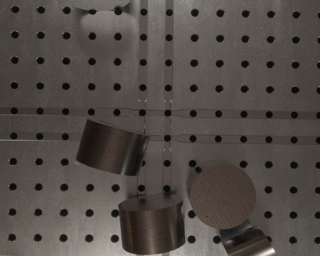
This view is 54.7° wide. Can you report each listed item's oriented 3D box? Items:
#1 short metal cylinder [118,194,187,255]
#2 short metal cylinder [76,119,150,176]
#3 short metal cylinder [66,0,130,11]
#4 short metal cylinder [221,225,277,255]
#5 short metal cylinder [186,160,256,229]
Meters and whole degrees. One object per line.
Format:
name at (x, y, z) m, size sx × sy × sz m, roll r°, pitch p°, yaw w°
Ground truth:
short metal cylinder at (-0.009, 0.117, 0.386) m, size 0.081 × 0.080 × 0.050 m, roll -6°, pitch 90°, yaw -1°
short metal cylinder at (-0.058, 0.023, 0.385) m, size 0.080 × 0.080 × 0.050 m, roll 16°, pitch 90°, yaw -1°
short metal cylinder at (-0.078, -0.185, 0.385) m, size 0.081 × 0.080 × 0.050 m, roll -4°, pitch 90°, yaw -1°
short metal cylinder at (0.117, 0.170, 0.388) m, size 0.050 × 0.080 × 0.080 m, roll -24°, pitch 90°, yaw 0°
short metal cylinder at (0.077, 0.083, 0.402) m, size 0.081 × 0.050 × 0.079 m, roll 0°, pitch 90°, yaw -1°
